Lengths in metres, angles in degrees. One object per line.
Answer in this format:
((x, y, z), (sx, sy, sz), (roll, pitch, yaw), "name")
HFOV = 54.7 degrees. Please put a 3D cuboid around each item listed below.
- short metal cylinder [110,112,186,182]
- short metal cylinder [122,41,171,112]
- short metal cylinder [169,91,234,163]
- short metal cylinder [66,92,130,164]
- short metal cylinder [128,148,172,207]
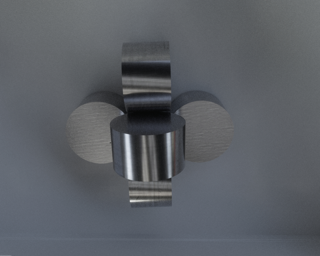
((-0.012, 0.017, 0.339), (0.080, 0.080, 0.050), (-1, 110, 0), "short metal cylinder")
((-0.014, -0.059, 0.358), (0.050, 0.080, 0.079), (-2, 110, 0), "short metal cylinder")
((0.049, -0.003, 0.395), (0.081, 0.050, 0.079), (0, 110, 0), "short metal cylinder")
((-0.073, -0.002, 0.395), (0.081, 0.050, 0.079), (0, 110, 0), "short metal cylinder")
((-0.012, 0.062, 0.403), (0.050, 0.080, 0.079), (-2, 110, 0), "short metal cylinder")
